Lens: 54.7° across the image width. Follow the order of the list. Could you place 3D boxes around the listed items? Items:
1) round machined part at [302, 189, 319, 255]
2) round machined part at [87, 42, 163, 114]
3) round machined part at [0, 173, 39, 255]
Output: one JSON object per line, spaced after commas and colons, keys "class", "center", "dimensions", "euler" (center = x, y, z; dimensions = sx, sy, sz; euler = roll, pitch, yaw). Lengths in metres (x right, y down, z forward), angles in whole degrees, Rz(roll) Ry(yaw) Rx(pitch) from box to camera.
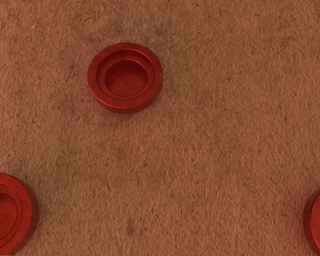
{"class": "round machined part", "center": [0.214, 0.114, 0.359], "dimensions": [0.099, 0.042, 0.098], "euler": [0, 70, 0]}
{"class": "round machined part", "center": [-0.045, -0.064, 0.422], "dimensions": [0.099, 0.042, 0.098], "euler": [0, 70, 0]}
{"class": "round machined part", "center": [-0.190, 0.104, 0.360], "dimensions": [0.099, 0.042, 0.098], "euler": [0, 70, 0]}
